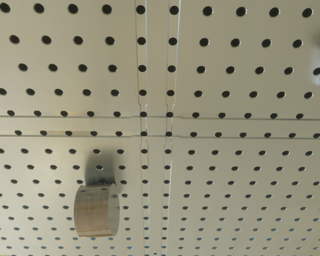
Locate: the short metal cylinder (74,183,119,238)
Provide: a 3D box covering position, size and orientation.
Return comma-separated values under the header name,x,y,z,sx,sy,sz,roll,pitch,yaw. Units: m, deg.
name,x,y,z,sx,sy,sz,roll,pitch,yaw
short metal cylinder,-0.096,0.129,0.484,0.050,0.080,0.080,-4,130,4
